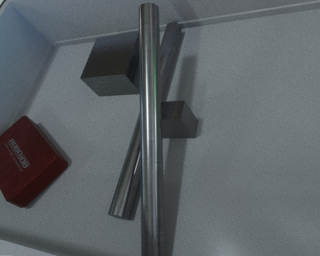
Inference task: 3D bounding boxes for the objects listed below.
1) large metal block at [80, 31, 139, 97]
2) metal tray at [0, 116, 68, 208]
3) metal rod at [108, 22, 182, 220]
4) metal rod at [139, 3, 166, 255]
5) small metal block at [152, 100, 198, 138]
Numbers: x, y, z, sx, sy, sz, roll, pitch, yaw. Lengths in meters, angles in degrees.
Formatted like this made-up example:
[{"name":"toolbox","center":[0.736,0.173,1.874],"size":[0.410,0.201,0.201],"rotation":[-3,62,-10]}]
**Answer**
[{"name":"large metal block","center":[-0.065,-0.098,0.482],"size":[0.080,0.050,0.080],"rotation":[0,62,28]},{"name":"metal tray","center":[-0.210,0.047,0.476],"size":[0.090,0.030,0.130],"rotation":[-45,51,-10]},{"name":"metal rod","center":[-0.013,-0.027,0.427],"size":[0.025,0.025,0.300],"rotation":[1,62,28]},{"name":"metal rod","center":[-0.010,-0.001,0.351],"size":[0.025,0.025,0.299],"rotation":[-7,77,24]},{"name":"small metal block","center":[0.014,-0.009,0.387],"size":[0.050,0.050,0.025],"rotation":[-1,61,27]}]
